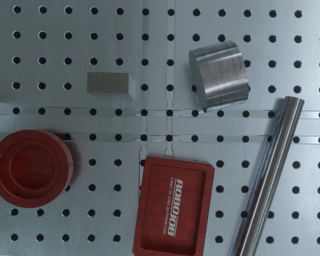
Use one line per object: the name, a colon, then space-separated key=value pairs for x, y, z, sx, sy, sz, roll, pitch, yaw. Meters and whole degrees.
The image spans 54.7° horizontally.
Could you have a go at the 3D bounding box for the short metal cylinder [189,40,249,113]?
short metal cylinder: x=0.071 y=-0.063 z=0.386 sx=0.050 sy=0.080 sz=0.080 roll=-15 pitch=90 yaw=0

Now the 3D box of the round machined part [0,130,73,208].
round machined part: x=-0.162 y=0.051 z=0.403 sx=0.099 sy=0.042 sz=0.097 roll=0 pitch=90 yaw=0

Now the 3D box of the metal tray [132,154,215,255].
metal tray: x=0.017 y=0.105 z=0.410 sx=0.091 sy=0.030 sz=0.129 roll=8 pitch=90 yaw=0

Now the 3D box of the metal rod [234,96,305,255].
metal rod: x=0.135 y=0.103 z=0.414 sx=0.025 sy=0.025 sz=0.298 roll=18 pitch=90 yaw=0

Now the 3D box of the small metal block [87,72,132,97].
small metal block: x=-0.063 y=-0.055 z=0.400 sx=0.050 sy=0.050 sz=0.025 roll=1 pitch=90 yaw=0
